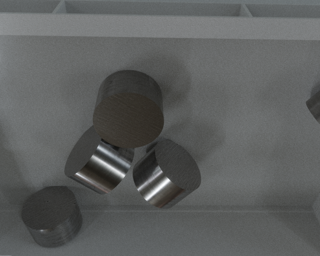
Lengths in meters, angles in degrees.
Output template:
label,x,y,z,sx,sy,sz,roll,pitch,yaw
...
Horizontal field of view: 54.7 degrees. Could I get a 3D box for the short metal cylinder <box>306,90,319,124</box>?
label,x,y,z,sx,sy,sz,roll,pitch,yaw
short metal cylinder,0.220,-0.018,0.361,0.080,0.080,0.050,29,124,-23

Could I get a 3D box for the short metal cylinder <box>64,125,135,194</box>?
label,x,y,z,sx,sy,sz,roll,pitch,yaw
short metal cylinder,-0.079,0.039,0.406,0.080,0.080,0.050,-37,121,27

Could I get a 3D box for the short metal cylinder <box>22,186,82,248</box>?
label,x,y,z,sx,sy,sz,roll,pitch,yaw
short metal cylinder,-0.168,0.139,0.489,0.081,0.080,0.050,-2,130,1

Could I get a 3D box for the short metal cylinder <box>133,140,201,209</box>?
label,x,y,z,sx,sy,sz,roll,pitch,yaw
short metal cylinder,0.010,0.063,0.427,0.080,0.080,0.050,30,124,-24

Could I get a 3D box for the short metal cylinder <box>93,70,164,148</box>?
label,x,y,z,sx,sy,sz,roll,pitch,yaw
short metal cylinder,-0.036,-0.022,0.371,0.081,0.050,0.079,-2,129,-2
